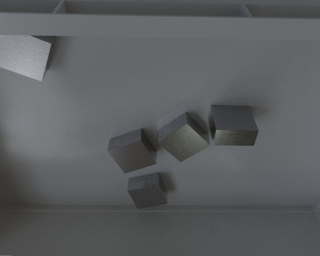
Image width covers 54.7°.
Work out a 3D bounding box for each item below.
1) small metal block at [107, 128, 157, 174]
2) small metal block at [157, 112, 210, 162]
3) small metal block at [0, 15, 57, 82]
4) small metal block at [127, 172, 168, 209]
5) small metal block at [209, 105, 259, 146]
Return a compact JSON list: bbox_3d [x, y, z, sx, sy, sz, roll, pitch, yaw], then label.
[{"bbox_3d":[-0.038,0.033,0.437,0.050,0.025,0.050,-19,128,15],"label":"small metal block"},{"bbox_3d":[0.032,0.013,0.421,0.050,0.025,0.050,-33,123,25],"label":"small metal block"},{"bbox_3d":[-0.145,-0.085,0.334,0.050,0.025,0.050,19,128,-16],"label":"small metal block"},{"bbox_3d":[-0.019,0.101,0.495,0.050,0.025,0.050,-13,129,10],"label":"small metal block"},{"bbox_3d":[0.091,-0.004,0.391,0.050,0.050,0.025,1,130,-1],"label":"small metal block"}]
